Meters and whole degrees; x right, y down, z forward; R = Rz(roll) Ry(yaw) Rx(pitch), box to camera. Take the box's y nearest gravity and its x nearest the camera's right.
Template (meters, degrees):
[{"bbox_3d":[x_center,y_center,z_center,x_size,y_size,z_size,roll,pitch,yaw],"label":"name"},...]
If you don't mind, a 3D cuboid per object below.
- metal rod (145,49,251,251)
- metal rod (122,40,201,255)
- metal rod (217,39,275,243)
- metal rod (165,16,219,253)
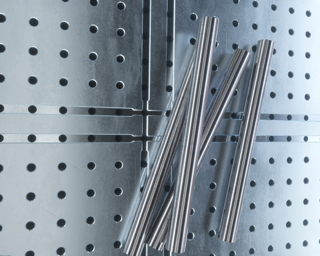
[{"bbox_3d":[0.057,0.023,0.433,0.025,0.025,0.299,29,80,-18],"label":"metal rod"},{"bbox_3d":[0.013,0.020,0.416,0.025,0.025,0.299,22,83,-19],"label":"metal rod"},{"bbox_3d":[0.128,0.016,0.459,0.025,0.025,0.299,14,85,-20],"label":"metal rod"},{"bbox_3d":[0.042,0.006,0.399,0.025,0.025,0.299,10,87,-20],"label":"metal rod"}]
